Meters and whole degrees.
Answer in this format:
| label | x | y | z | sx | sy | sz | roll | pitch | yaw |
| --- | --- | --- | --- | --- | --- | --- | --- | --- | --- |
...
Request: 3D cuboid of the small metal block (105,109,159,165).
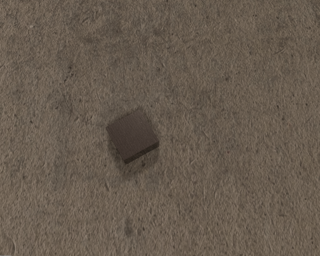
| label | x | y | z | sx | sy | sz | roll | pitch | yaw |
| --- | --- | --- | --- | --- | --- | --- | --- | --- | --- |
| small metal block | -0.035 | 0.012 | 0.403 | 0.050 | 0.025 | 0.050 | -29 | 73 | -10 |
